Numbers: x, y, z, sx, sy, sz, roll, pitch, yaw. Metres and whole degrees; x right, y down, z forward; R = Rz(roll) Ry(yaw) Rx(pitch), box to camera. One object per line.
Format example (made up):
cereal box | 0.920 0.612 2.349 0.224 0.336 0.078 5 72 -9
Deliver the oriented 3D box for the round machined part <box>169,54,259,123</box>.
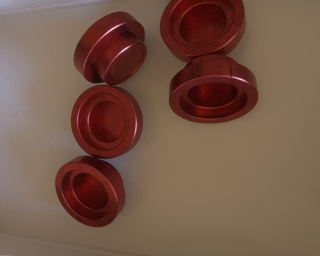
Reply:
round machined part | 0.060 -0.047 0.357 0.098 0.098 0.042 -9 60 20

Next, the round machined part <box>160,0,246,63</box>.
round machined part | 0.053 -0.120 0.373 0.098 0.042 0.098 -6 71 18

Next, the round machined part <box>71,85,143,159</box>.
round machined part | -0.068 -0.009 0.423 0.098 0.042 0.097 2 95 20

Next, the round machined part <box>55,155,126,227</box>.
round machined part | -0.090 0.082 0.423 0.098 0.042 0.097 9 113 21

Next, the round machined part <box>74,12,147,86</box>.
round machined part | -0.055 -0.092 0.391 0.042 0.098 0.098 46 104 14
